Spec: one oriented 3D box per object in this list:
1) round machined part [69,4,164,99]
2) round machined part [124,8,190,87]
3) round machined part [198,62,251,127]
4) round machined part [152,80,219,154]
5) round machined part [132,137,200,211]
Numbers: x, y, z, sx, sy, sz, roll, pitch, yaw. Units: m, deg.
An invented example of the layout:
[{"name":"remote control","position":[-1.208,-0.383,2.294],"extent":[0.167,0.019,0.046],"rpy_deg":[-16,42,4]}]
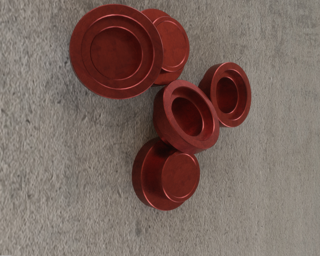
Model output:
[{"name":"round machined part","position":[-0.049,-0.081,0.341],"extent":[0.099,0.042,0.097],"rpy_deg":[-3,98,-19]},{"name":"round machined part","position":[0.000,-0.103,0.396],"extent":[0.099,0.042,0.097],"rpy_deg":[0,90,-40]},{"name":"round machined part","position":[0.095,-0.050,0.477],"extent":[0.099,0.042,0.097],"rpy_deg":[0,90,-40]},{"name":"round machined part","position":[0.029,-0.011,0.408],"extent":[0.099,0.042,0.098],"rpy_deg":[22,53,-33]},{"name":"round machined part","position":[0.015,0.061,0.409],"extent":[0.099,0.042,0.097],"rpy_deg":[0,90,-40]}]
